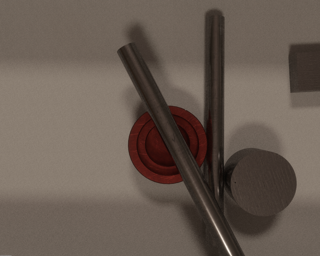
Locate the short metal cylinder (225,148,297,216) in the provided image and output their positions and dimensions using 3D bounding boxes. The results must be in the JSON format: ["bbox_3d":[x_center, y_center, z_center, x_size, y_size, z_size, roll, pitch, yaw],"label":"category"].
[{"bbox_3d":[0.126,0.067,0.401,0.081,0.050,0.079,0,90,-1],"label":"short metal cylinder"}]

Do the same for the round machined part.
[{"bbox_3d":[0.010,0.021,0.403,0.099,0.042,0.097,0,90,-1],"label":"round machined part"}]

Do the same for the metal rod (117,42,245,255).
[{"bbox_3d":[0.028,0.037,0.369,0.025,0.025,0.299,-27,90,0],"label":"metal rod"}]

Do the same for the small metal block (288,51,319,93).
[{"bbox_3d":[0.203,-0.074,0.414,0.050,0.025,0.050,-3,90,-1],"label":"small metal block"}]

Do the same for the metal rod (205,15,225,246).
[{"bbox_3d":[0.073,0.003,0.412,0.025,0.025,0.298,0,90,-1],"label":"metal rod"}]
